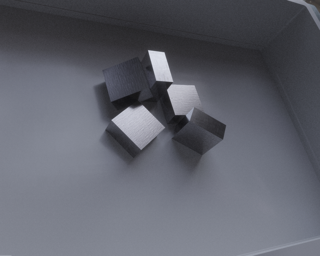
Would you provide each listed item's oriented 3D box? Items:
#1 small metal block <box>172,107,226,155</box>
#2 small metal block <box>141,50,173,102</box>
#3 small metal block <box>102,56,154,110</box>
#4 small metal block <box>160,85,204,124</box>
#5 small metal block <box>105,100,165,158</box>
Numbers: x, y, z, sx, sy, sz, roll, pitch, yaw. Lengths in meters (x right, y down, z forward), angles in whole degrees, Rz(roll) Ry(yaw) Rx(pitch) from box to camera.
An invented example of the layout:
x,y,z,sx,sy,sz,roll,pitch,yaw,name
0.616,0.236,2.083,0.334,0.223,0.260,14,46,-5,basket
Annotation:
x,y,z,sx,sy,sz,roll,pitch,yaw,name
0.052,0.005,0.416,0.050,0.050,0.025,29,52,-11,small metal block
-0.010,-0.071,0.429,0.025,0.050,0.050,0,62,-29,small metal block
-0.042,-0.058,0.402,0.050,0.025,0.050,-20,65,4,small metal block
0.030,-0.034,0.445,0.050,0.025,0.050,-2,63,-30,small metal block
-0.031,0.001,0.390,0.050,0.025,0.050,45,51,2,small metal block
